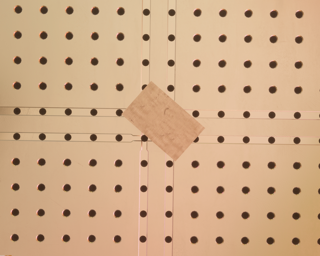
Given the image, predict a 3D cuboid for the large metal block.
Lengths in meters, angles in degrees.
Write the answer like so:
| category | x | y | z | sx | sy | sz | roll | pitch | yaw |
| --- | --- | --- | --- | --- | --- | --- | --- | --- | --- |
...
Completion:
| category | x | y | z | sx | sy | sz | roll | pitch | yaw |
| --- | --- | --- | --- | --- | --- | --- | --- | --- | --- |
| large metal block | 0.004 | -0.008 | 0.386 | 0.080 | 0.080 | 0.050 | 41 | 90 | -1 |
